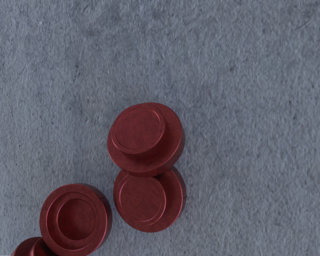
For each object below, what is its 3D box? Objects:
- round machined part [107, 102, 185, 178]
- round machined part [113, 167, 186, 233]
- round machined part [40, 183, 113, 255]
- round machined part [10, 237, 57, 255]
[{"bbox_3d":[-0.021,0.009,0.386,0.098,0.042,0.098,-8,60,14],"label":"round machined part"},{"bbox_3d":[-0.018,0.089,0.405,0.098,0.042,0.097,0,90,19],"label":"round machined part"},{"bbox_3d":[-0.112,0.126,0.432,0.098,0.042,0.097,-2,82,12],"label":"round machined part"},{"bbox_3d":[-0.152,0.188,0.422,0.098,0.098,0.042,44,104,14],"label":"round machined part"}]
